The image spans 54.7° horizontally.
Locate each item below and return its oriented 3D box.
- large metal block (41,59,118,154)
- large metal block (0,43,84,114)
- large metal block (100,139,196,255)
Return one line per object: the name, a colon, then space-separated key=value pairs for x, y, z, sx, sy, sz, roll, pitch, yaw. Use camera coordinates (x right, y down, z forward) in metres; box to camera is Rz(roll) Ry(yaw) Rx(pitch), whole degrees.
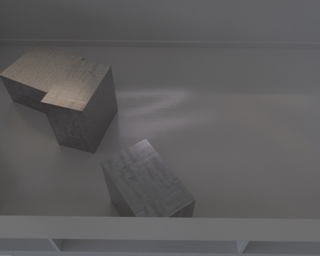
large metal block: x=-0.096 y=-0.027 z=0.392 sx=0.050 sy=0.080 sz=0.080 roll=13 pitch=51 yaw=10
large metal block: x=-0.162 y=-0.070 z=0.446 sx=0.080 sy=0.050 sz=0.080 roll=20 pitch=53 yaw=16
large metal block: x=-0.013 y=0.072 z=0.309 sx=0.050 sy=0.080 sz=0.080 roll=-27 pitch=55 yaw=-21
